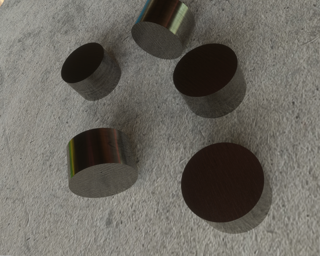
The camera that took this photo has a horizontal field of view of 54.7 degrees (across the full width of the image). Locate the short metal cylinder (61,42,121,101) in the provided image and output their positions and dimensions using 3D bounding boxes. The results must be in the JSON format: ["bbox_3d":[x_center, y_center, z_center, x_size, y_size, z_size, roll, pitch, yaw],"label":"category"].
[{"bbox_3d":[-0.111,-0.091,0.502,0.080,0.050,0.080,-13,56,21],"label":"short metal cylinder"}]

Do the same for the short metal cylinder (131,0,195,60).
[{"bbox_3d":[0.005,-0.146,0.456,0.080,0.080,0.050,11,67,33],"label":"short metal cylinder"}]

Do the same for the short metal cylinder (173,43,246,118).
[{"bbox_3d":[0.063,-0.059,0.391,0.080,0.050,0.080,-13,56,21],"label":"short metal cylinder"}]

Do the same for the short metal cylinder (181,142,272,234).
[{"bbox_3d":[0.068,0.061,0.315,0.080,0.050,0.080,-13,56,21],"label":"short metal cylinder"}]

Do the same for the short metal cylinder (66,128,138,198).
[{"bbox_3d":[-0.071,0.044,0.379,0.080,0.080,0.050,-26,53,12],"label":"short metal cylinder"}]
